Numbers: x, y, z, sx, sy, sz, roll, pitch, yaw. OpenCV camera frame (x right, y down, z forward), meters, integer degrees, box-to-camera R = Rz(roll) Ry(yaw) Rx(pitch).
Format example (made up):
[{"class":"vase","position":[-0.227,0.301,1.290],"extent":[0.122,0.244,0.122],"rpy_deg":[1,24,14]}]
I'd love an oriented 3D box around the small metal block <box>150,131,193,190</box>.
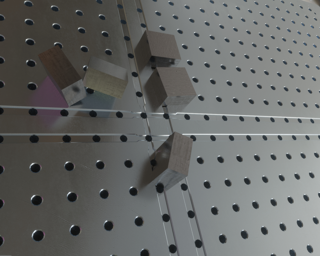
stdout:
[{"class":"small metal block","position":[0.014,0.040,0.375],"extent":[0.025,0.050,0.050],"rpy_deg":[23,53,-14]}]

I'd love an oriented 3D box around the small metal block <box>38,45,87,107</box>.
[{"class":"small metal block","position":[-0.113,-0.060,0.364],"extent":[0.025,0.050,0.050],"rpy_deg":[-33,80,-15]}]

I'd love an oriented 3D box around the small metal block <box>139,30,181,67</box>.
[{"class":"small metal block","position":[0.000,-0.121,0.481],"extent":[0.050,0.025,0.050],"rpy_deg":[1,61,-28]}]

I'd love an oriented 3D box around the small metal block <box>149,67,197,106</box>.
[{"class":"small metal block","position":[0.019,-0.061,0.455],"extent":[0.050,0.025,0.050],"rpy_deg":[-6,65,-31]}]

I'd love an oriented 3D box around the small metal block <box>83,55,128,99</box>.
[{"class":"small metal block","position":[-0.070,-0.065,0.396],"extent":[0.050,0.025,0.050],"rpy_deg":[19,24,-18]}]
